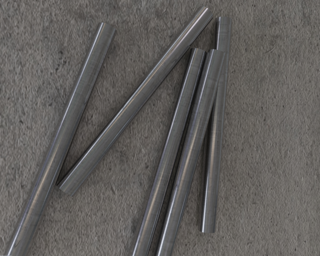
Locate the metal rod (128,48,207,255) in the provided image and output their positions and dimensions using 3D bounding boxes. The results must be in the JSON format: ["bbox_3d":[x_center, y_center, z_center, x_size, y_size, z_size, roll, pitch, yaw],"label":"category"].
[{"bbox_3d":[0.010,0.037,0.412,0.025,0.025,0.299,19,84,-19],"label":"metal rod"}]

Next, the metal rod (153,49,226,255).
[{"bbox_3d":[0.038,0.043,0.412,0.025,0.025,0.298,16,89,-20],"label":"metal rod"}]

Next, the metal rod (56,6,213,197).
[{"bbox_3d":[-0.025,-0.043,0.399,0.025,0.025,0.300,40,77,-16],"label":"metal rod"}]

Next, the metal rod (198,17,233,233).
[{"bbox_3d":[0.078,-0.006,0.437,0.025,0.025,0.298,5,88,-20],"label":"metal rod"}]

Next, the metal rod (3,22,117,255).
[{"bbox_3d":[-0.116,0.015,0.366,0.025,0.025,0.299,22,83,-19],"label":"metal rod"}]
